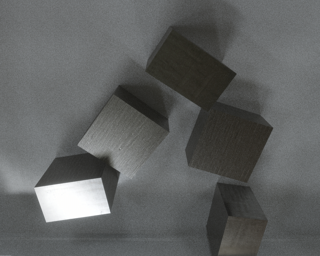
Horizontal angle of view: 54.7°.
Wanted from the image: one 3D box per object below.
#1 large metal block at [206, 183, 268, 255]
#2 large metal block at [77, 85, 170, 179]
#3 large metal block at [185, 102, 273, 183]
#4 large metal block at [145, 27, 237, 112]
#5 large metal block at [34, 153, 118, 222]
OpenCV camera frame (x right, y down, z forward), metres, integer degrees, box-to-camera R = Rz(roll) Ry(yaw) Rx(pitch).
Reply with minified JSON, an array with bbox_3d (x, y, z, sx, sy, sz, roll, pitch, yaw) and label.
[{"bbox_3d":[0.103,0.134,0.433,0.050,0.080,0.079,8,110,-3],"label":"large metal block"},{"bbox_3d":[-0.045,0.005,0.399,0.080,0.050,0.080,35,106,-12],"label":"large metal block"},{"bbox_3d":[0.086,0.015,0.405,0.080,0.050,0.079,17,109,-7],"label":"large metal block"},{"bbox_3d":[0.032,-0.071,0.356,0.080,0.080,0.050,32,107,-11],"label":"large metal block"},{"bbox_3d":[-0.104,0.073,0.407,0.080,0.080,0.050,-9,110,3],"label":"large metal block"}]
